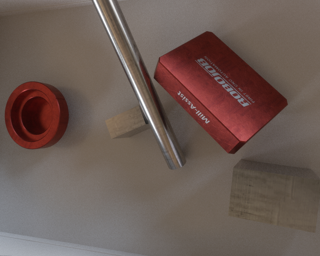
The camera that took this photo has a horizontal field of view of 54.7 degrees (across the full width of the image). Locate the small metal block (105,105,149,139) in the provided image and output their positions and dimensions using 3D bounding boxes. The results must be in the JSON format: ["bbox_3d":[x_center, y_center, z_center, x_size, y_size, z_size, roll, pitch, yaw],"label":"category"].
[{"bbox_3d":[-0.035,-0.007,0.409,0.050,0.050,0.025,-23,83,18],"label":"small metal block"}]

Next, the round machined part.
[{"bbox_3d":[-0.177,-0.018,0.462,0.098,0.042,0.097,0,90,19],"label":"round machined part"}]

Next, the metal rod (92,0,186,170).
[{"bbox_3d":[-0.034,-0.081,0.352,0.025,0.025,0.299,-17,112,19],"label":"metal rod"}]

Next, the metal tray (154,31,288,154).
[{"bbox_3d":[0.068,-0.045,0.355,0.091,0.030,0.130,-36,75,-29],"label":"metal tray"}]

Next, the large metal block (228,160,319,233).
[{"bbox_3d":[0.123,0.069,0.338,0.080,0.080,0.050,7,92,19],"label":"large metal block"}]
